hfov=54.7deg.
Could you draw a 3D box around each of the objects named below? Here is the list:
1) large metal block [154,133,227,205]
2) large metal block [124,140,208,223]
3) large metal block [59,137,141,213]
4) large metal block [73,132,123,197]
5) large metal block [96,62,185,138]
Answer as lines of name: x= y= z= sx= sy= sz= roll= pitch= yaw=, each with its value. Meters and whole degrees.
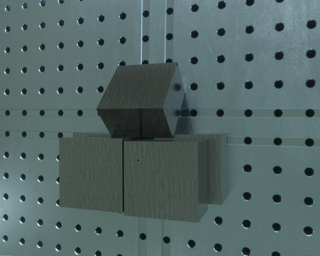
large metal block: x=0.040 y=0.047 z=0.384 sx=0.080 sy=0.050 sz=0.079 roll=-1 pitch=90 yaw=19
large metal block: x=0.008 y=0.053 z=0.341 sx=0.080 sy=0.050 sz=0.079 roll=0 pitch=90 yaw=19
large metal block: x=-0.069 y=0.051 z=0.366 sx=0.080 sy=0.050 sz=0.079 roll=0 pitch=90 yaw=19
large metal block: x=-0.071 y=0.047 z=0.424 sx=0.080 sy=0.050 sz=0.079 roll=2 pitch=91 yaw=19
large metal block: x=-0.020 y=-0.035 z=0.384 sx=0.080 sy=0.050 sz=0.080 roll=1 pitch=48 yaw=19
